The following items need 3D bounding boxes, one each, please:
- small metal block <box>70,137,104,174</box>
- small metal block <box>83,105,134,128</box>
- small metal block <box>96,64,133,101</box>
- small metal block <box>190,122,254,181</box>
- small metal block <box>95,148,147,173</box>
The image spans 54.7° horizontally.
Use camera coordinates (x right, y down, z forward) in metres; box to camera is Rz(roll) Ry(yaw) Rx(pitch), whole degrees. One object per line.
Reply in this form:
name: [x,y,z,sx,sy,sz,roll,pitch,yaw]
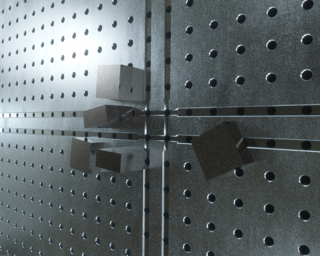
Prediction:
small metal block: [-0.120,0.044,0.506,0.050,0.025,0.050,11,97,39]
small metal block: [-0.076,-0.016,0.453,0.050,0.050,0.025,-11,83,39]
small metal block: [-0.069,-0.068,0.464,0.050,0.025,0.050,8,95,39]
small metal block: [0.069,0.026,0.351,0.050,0.025,0.050,-32,70,35]
small metal block: [-0.054,0.044,0.435,0.050,0.050,0.025,6,94,39]
